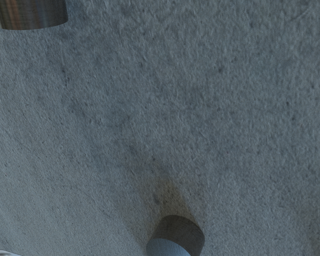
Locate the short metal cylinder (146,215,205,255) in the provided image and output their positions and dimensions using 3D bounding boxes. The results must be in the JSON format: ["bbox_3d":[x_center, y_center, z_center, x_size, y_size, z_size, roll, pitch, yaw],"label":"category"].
[{"bbox_3d":[0.025,0.186,0.491,0.080,0.050,0.079,13,124,20],"label":"short metal cylinder"}]

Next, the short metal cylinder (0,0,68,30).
[{"bbox_3d":[-0.151,-0.148,0.357,0.080,0.080,0.050,12,124,21],"label":"short metal cylinder"}]

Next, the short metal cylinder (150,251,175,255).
[{"bbox_3d":[0.006,0.269,0.552,0.080,0.050,0.079,13,124,20],"label":"short metal cylinder"}]
